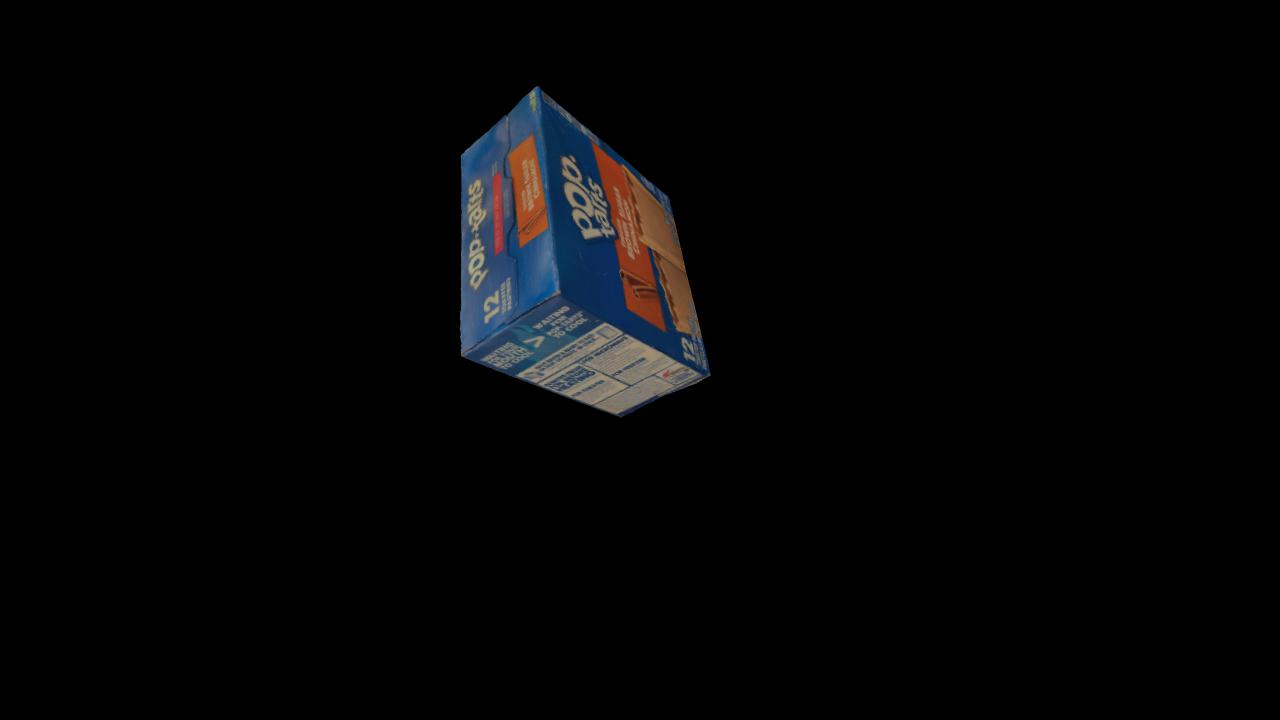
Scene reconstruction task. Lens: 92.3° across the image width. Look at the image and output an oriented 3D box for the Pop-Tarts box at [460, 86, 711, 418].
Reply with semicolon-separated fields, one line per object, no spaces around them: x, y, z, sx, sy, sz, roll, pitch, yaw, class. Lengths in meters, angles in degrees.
-0.038;-0.065;0.410;0.083;0.167;0.141;-30;-36;29;Pop-Tarts box
